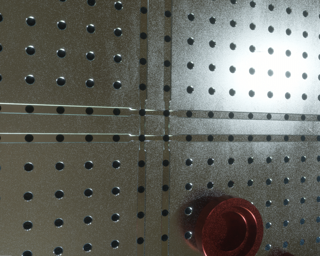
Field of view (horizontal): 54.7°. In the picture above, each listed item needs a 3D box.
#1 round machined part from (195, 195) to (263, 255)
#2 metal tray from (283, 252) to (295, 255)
[{"bbox_3d":[0.093,0.144,0.440,0.099,0.042,0.097,0,90,-21],"label":"round machined part"},{"bbox_3d":[0.213,0.278,0.491,0.090,0.030,0.130,33,79,-17],"label":"metal tray"}]
